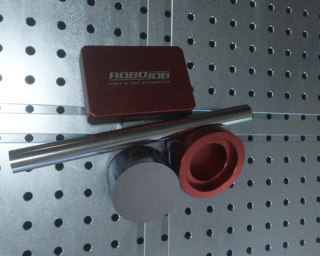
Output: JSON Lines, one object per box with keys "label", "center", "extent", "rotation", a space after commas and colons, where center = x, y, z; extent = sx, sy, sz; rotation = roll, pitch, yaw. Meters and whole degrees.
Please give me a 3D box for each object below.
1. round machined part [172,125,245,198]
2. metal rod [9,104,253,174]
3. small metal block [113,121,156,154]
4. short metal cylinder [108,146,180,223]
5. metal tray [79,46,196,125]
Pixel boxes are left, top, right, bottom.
{"label": "round machined part", "center": [0.061, 0.041, 0.415], "extent": [0.099, 0.042, 0.097], "rotation": [-10, 116, -20]}
{"label": "metal rod", "center": [-0.018, 0.008, 0.379], "extent": [0.303, 0.025, 0.025], "rotation": [-12, 94, -20]}
{"label": "small metal block", "center": [-0.033, 0.015, 0.410], "extent": [0.050, 0.025, 0.050], "rotation": [19, 84, -20]}
{"label": "short metal cylinder", "center": [-0.021, 0.068, 0.380], "extent": [0.081, 0.050, 0.079], "rotation": [-5, 110, -13]}
{"label": "metal tray", "center": [-0.028, -0.056, 0.385], "extent": [0.131, 0.030, 0.090], "rotation": [-5, 73, -21]}
